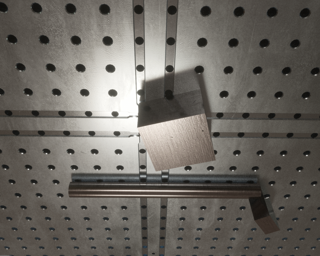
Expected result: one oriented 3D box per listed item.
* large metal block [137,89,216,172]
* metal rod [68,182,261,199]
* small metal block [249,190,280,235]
[{"bbox_3d":[0.023,0.005,0.400,0.080,0.050,0.080,-12,129,9],"label":"large metal block"},{"bbox_3d":[0.009,0.100,0.496,0.302,0.025,0.025,1,130,-2],"label":"metal rod"},{"bbox_3d":[0.174,0.141,0.518,0.025,0.050,0.050,-26,126,20],"label":"small metal block"}]
